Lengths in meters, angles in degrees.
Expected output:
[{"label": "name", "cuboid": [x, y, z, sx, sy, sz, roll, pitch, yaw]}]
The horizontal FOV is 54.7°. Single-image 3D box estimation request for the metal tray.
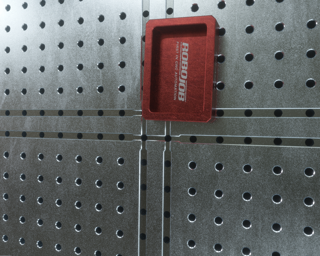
[{"label": "metal tray", "cuboid": [0.026, -0.073, 0.399, 0.090, 0.030, 0.129, 3, 91, 19]}]
